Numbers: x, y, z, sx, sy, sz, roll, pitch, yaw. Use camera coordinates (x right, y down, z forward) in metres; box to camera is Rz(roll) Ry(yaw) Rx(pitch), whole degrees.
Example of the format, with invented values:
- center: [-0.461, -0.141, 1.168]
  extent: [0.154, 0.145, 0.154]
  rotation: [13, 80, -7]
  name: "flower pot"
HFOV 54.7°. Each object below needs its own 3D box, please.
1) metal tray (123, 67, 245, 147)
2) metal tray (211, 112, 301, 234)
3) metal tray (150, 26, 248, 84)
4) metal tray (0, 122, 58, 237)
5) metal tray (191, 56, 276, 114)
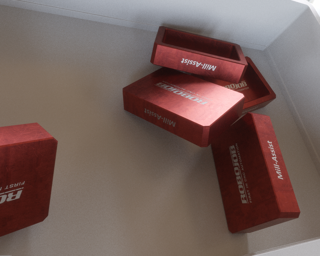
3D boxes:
- center: [0.028, -0.033, 0.396]
  extent: [0.130, 0.030, 0.091]
  rotation: [26, 44, 30]
  name: "metal tray"
- center: [0.112, 0.057, 0.388]
  extent: [0.030, 0.090, 0.130]
  rotation: [8, 59, -25]
  name: "metal tray"
- center: [0.056, -0.110, 0.458]
  extent: [0.131, 0.030, 0.090]
  rotation: [13, 33, -3]
  name: "metal tray"
- center: [-0.149, 0.049, 0.235]
  extent: [0.030, 0.089, 0.131]
  rotation: [32, 28, 35]
  name: "metal tray"
- center: [0.120, -0.066, 0.506]
  extent: [0.131, 0.030, 0.090]
  rotation: [-18, 72, -35]
  name: "metal tray"
